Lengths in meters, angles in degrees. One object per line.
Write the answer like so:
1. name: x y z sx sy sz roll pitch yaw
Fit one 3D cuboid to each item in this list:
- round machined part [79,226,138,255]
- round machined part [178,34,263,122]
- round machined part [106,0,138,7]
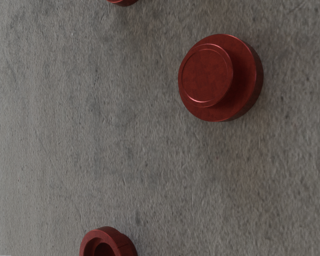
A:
1. round machined part: -0.070 0.192 0.449 0.098 0.042 0.097 0 90 39
2. round machined part: 0.059 -0.056 0.344 0.098 0.042 0.097 0 90 39
3. round machined part: -0.058 -0.228 0.439 0.098 0.042 0.097 0 90 39
